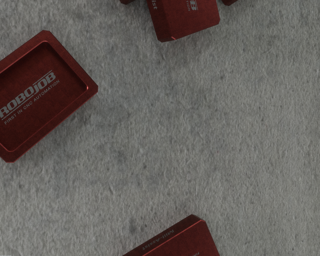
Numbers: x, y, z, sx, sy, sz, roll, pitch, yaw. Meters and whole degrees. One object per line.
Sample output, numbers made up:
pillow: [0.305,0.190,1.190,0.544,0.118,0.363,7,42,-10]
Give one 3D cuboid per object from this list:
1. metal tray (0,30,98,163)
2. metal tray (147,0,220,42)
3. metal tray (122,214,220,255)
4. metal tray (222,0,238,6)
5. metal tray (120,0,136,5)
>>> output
metal tray: [-0.148,-0.036,0.351,0.130,0.030,0.090,-44,104,-15]
metal tray: [0.023,-0.185,0.392,0.091,0.030,0.129,-29,112,-30]
metal tray: [0.015,0.188,0.414,0.131,0.030,0.090,-26,99,-19]
metal tray: [0.093,-0.255,0.440,0.090,0.030,0.130,-45,104,-16]
metal tray: [-0.041,-0.237,0.392,0.090,0.030,0.130,-35,102,-17]
